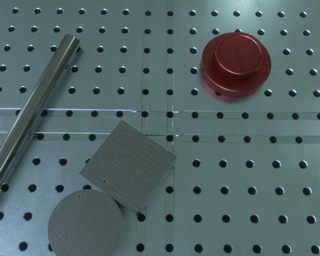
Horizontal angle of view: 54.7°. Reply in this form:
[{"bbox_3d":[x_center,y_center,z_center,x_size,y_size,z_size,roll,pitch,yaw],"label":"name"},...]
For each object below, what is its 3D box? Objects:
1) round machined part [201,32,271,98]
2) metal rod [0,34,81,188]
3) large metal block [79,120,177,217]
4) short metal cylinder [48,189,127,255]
[{"bbox_3d":[0.109,-0.096,0.438,0.099,0.042,0.098,0,70,0],"label":"round machined part"},{"bbox_3d":[-0.183,0.001,0.409,0.025,0.025,0.300,20,71,7],"label":"metal rod"},{"bbox_3d":[-0.036,0.050,0.380,0.080,0.050,0.080,33,73,11],"label":"large metal block"},{"bbox_3d":[-0.080,0.114,0.356,0.081,0.050,0.080,0,70,0],"label":"short metal cylinder"}]
